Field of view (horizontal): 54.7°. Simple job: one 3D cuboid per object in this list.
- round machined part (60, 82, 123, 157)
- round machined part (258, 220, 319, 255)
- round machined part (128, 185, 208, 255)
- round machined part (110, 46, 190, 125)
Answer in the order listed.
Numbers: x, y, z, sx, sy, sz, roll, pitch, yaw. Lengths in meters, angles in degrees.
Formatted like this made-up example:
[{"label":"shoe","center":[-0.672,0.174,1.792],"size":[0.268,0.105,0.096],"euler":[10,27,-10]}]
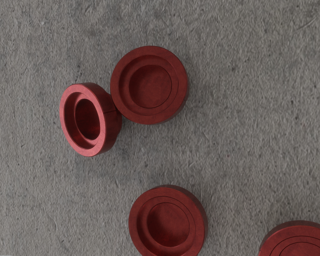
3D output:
[{"label":"round machined part","center":[-0.089,-0.013,0.419],"size":[0.098,0.042,0.097],"euler":[12,110,38]},{"label":"round machined part","center":[0.160,0.151,0.343],"size":[0.098,0.042,0.097],"euler":[0,90,20]},{"label":"round machined part","center":[0.013,0.121,0.395],"size":[0.098,0.042,0.097],"euler":[0,90,20]},{"label":"round machined part","center":[-0.010,-0.052,0.399],"size":[0.098,0.042,0.097],"euler":[-1,87,13]}]
